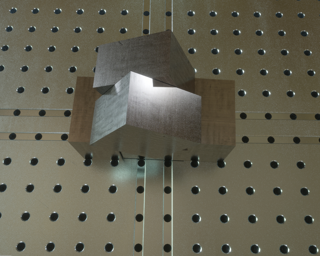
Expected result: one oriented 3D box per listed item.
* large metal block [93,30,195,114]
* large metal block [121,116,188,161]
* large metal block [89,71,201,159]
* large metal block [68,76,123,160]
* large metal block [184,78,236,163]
[{"bbox_3d":[-0.013,-0.053,0.334,0.080,0.080,0.050,-6,68,22],"label":"large metal block"},{"bbox_3d":[-0.006,-0.005,0.398,0.081,0.050,0.080,3,70,0],"label":"large metal block"},{"bbox_3d":[-0.015,-0.007,0.314,0.081,0.080,0.050,15,66,-30],"label":"large metal block"},{"bbox_3d":[-0.073,-0.009,0.385,0.050,0.080,0.080,2,70,0],"label":"large metal block"},{"bbox_3d":[0.059,-0.006,0.385,0.050,0.080,0.080,4,70,1],"label":"large metal block"}]
